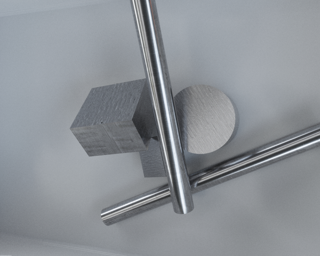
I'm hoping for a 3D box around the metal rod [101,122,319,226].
[{"bbox_3d":[0.055,0.065,0.390,0.300,0.025,0.025,-25,82,17],"label":"metal rod"}]

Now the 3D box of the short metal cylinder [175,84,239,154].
[{"bbox_3d":[0.054,-0.010,0.378,0.080,0.050,0.079,0,90,19],"label":"short metal cylinder"}]

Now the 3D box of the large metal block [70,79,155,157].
[{"bbox_3d":[-0.053,-0.013,0.392,0.080,0.080,0.050,-7,131,19],"label":"large metal block"}]

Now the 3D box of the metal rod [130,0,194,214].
[{"bbox_3d":[0.000,-0.044,0.333,0.025,0.025,0.298,-6,107,19],"label":"metal rod"}]

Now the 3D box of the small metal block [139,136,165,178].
[{"bbox_3d":[-0.002,0.036,0.397,0.050,0.025,0.050,-16,86,55],"label":"small metal block"}]
